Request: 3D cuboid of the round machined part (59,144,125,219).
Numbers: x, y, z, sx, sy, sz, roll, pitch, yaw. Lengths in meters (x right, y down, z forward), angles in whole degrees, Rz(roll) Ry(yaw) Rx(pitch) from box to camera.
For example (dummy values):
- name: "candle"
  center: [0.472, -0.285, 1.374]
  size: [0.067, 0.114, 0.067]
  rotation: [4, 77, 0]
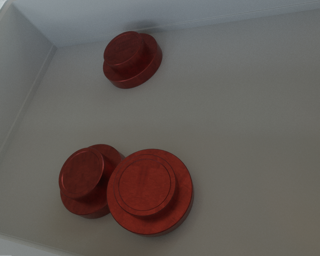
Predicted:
- name: "round machined part"
  center: [-0.091, 0.064, 0.403]
  size: [0.098, 0.042, 0.098]
  rotation: [-13, 56, 21]

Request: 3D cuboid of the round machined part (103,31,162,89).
- name: "round machined part"
  center: [-0.049, -0.114, 0.491]
  size: [0.098, 0.042, 0.098]
  rotation: [-13, 56, 21]

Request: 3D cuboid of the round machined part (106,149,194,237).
- name: "round machined part"
  center: [-0.013, 0.068, 0.345]
  size: [0.098, 0.042, 0.098]
  rotation: [-4, 63, 9]
